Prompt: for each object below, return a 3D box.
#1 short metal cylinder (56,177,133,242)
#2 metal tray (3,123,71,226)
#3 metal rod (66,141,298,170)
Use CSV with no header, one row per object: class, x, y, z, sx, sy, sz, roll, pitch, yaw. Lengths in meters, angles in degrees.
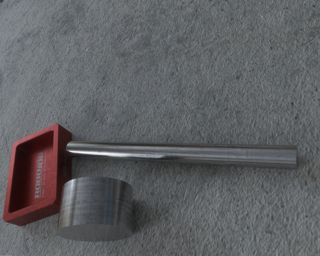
short metal cylinder,-0.071,0.094,0.348,0.080,0.080,0.050,-15,56,20
metal tray,-0.176,0.065,0.452,0.090,0.030,0.130,-22,53,14
metal rod,0.005,0.031,0.382,0.300,0.025,0.025,0,62,28
